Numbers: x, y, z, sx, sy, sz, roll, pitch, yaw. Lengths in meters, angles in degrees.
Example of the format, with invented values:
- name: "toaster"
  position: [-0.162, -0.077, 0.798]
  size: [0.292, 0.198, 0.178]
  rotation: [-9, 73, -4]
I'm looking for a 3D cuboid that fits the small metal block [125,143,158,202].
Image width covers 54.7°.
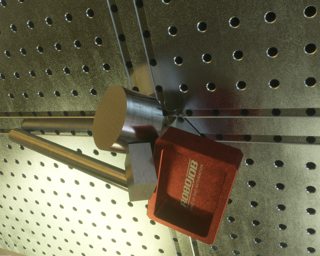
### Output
- name: "small metal block"
  position: [-0.024, 0.052, 0.361]
  size: [0.025, 0.050, 0.050]
  rotation: [-3, 147, -15]

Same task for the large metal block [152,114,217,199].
- name: "large metal block"
  position: [0.020, 0.042, 0.408]
  size: [0.080, 0.050, 0.080]
  rotation: [46, 129, -5]

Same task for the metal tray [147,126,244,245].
- name: "metal tray"
  position: [0.036, 0.070, 0.363]
  size: [0.090, 0.030, 0.129]
  rotation: [19, 126, 17]

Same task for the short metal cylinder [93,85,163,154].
- name: "short metal cylinder"
  position: [-0.042, -0.008, 0.383]
  size: [0.050, 0.080, 0.080]
  rotation: [15, 140, -36]

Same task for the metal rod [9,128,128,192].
- name: "metal rod"
  position: [-0.136, 0.045, 0.470]
  size: [0.300, 0.025, 0.025]
  rotation: [15, 125, 33]
